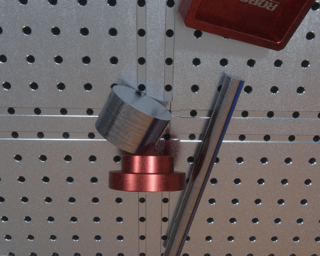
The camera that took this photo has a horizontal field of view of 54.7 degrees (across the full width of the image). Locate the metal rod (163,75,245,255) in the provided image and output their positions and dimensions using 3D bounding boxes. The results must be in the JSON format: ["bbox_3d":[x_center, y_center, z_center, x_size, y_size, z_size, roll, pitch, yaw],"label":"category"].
[{"bbox_3d":[0.056,0.071,0.440,0.025,0.025,0.298,14,109,-6],"label":"metal rod"}]

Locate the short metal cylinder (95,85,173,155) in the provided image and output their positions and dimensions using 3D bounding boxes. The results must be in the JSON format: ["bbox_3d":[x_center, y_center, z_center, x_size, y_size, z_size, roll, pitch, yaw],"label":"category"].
[{"bbox_3d":[-0.032,-0.011,0.380,0.080,0.080,0.050,27,108,-10],"label":"short metal cylinder"}]

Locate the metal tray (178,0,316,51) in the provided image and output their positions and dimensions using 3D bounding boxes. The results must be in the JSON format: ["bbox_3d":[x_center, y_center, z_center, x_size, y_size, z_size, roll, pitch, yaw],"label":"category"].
[{"bbox_3d":[0.096,-0.140,0.327,0.131,0.030,0.089,8,131,-21],"label":"metal tray"}]

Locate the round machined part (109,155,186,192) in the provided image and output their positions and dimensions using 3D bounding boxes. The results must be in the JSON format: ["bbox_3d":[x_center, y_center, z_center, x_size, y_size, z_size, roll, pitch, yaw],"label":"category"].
[{"bbox_3d":[-0.016,0.056,0.401,0.099,0.098,0.042,1,85,-1],"label":"round machined part"}]
